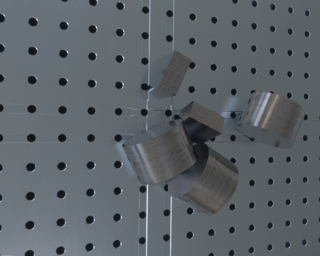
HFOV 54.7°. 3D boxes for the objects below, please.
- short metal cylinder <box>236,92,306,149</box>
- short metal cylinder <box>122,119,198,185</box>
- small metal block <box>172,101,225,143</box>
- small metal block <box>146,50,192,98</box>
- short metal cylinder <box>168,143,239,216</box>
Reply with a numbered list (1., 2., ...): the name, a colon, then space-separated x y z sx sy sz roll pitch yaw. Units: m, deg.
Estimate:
1. short metal cylinder: 0.157 -0.010 0.441 0.080 0.080 0.050 28 81 -18
2. short metal cylinder: 0.000 0.028 0.384 0.081 0.080 0.050 -26 99 -18
3. small metal block: 0.049 -0.005 0.414 0.050 0.050 0.025 26 59 -18
4. small metal block: 0.011 -0.068 0.403 0.025 0.050 0.050 27 81 -18
5. short metal cylinder: 0.055 0.066 0.404 0.050 0.080 0.080 34 79 -17
